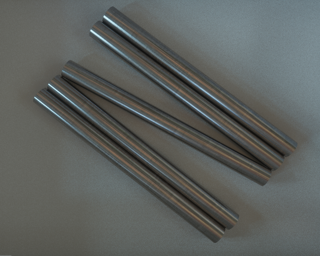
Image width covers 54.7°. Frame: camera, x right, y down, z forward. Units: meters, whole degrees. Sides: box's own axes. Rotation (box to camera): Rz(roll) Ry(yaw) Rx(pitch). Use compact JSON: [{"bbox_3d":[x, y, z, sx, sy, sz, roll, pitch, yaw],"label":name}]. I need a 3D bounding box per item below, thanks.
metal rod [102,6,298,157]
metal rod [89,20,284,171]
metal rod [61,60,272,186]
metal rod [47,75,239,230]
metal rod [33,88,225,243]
[{"bbox_3d":[0.053,-0.061,0.410,0.301,0.025,0.025,36,90,0],"label":"metal rod"},{"bbox_3d":[0.036,-0.042,0.410,0.301,0.025,0.025,36,90,0],"label":"metal rod"},{"bbox_3d":[0.009,-0.006,0.410,0.301,0.025,0.025,29,90,0],"label":"metal rod"},{"bbox_3d":[-0.022,0.032,0.410,0.300,0.025,0.025,38,90,0],"label":"metal rod"},{"bbox_3d":[-0.040,0.049,0.410,0.300,0.025,0.025,38,90,0],"label":"metal rod"}]
